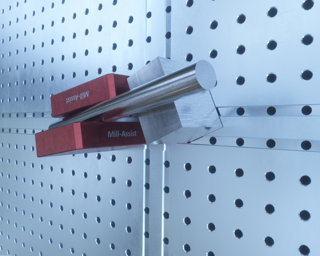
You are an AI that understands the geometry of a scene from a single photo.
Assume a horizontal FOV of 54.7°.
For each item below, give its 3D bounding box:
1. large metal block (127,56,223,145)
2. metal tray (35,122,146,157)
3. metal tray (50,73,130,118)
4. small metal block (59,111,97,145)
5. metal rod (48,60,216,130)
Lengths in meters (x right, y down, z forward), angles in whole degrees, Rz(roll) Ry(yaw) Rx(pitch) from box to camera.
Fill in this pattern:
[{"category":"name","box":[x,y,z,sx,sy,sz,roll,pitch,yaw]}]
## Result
[{"category":"large metal block","box":[0.018,-0.028,0.356,0.050,0.081,0.080,-28,73,36]},{"category":"metal tray","box":[-0.080,0.014,0.404,0.090,0.131,0.030,-12,83,39]},{"category":"metal tray","box":[-0.076,-0.039,0.426,0.130,0.091,0.030,-11,84,39]},{"category":"small metal block","box":[-0.132,0.000,0.498,0.025,0.050,0.050,-11,83,39]},{"category":"metal rod","box":[-0.060,-0.020,0.359,0.299,0.025,0.025,-13,82,48]}]
